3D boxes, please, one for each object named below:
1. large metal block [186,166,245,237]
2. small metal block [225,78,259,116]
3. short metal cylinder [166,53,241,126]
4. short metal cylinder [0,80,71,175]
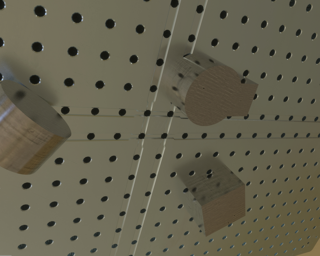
[{"bbox_3d":[0.095,0.124,0.523,0.081,0.050,0.080,-23,127,-15],"label":"large metal block"},{"bbox_3d":[0.105,-0.044,0.441,0.050,0.025,0.050,-2,119,-28],"label":"small metal block"},{"bbox_3d":[0.055,-0.049,0.394,0.081,0.050,0.079,-14,124,-21],"label":"short metal cylinder"},{"bbox_3d":[-0.135,-0.001,0.301,0.050,0.080,0.080,-46,129,4],"label":"short metal cylinder"}]
